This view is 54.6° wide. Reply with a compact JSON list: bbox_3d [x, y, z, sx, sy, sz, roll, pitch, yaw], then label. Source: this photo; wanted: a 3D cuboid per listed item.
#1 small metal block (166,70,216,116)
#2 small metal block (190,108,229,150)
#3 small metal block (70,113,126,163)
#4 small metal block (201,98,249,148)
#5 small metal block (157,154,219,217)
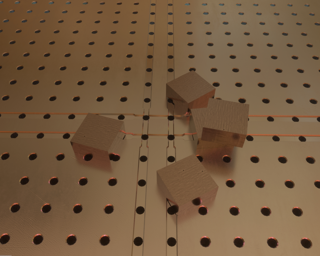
[{"bbox_3d":[0.044,-0.052,0.452,0.050,0.025,0.050,-29,56,-22],"label":"small metal block"},{"bbox_3d":[0.069,-0.001,0.409,0.050,0.025,0.050,-5,50,-5],"label":"small metal block"},{"bbox_3d":[-0.078,0.012,0.398,0.050,0.025,0.050,14,51,11],"label":"small metal block"},{"bbox_3d":[0.081,-0.007,0.382,0.050,0.025,0.050,11,51,8],"label":"small metal block"},{"bbox_3d":[0.030,0.064,0.354,0.050,0.025,0.050,-22,54,-18],"label":"small metal block"}]
